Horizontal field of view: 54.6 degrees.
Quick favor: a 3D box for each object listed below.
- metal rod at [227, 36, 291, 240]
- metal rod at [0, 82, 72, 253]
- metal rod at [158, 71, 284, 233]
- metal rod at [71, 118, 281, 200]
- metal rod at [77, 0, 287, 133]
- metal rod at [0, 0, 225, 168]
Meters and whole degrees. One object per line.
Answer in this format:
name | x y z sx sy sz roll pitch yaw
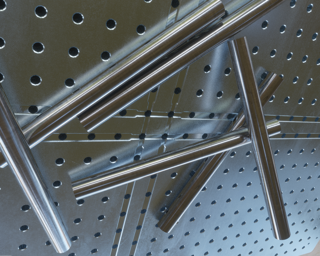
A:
metal rod | 0.141 0.024 0.431 0.025 0.025 0.299 -22 105 -15
metal rod | -0.142 0.054 0.338 0.025 0.025 0.298 -19 135 -17
metal rod | 0.089 0.044 0.486 0.025 0.025 0.299 25 104 -37
metal rod | 0.031 0.039 0.431 0.302 0.025 0.025 -17 125 -12
metal rod | 0.034 -0.090 0.373 0.301 0.025 0.025 -34 129 -6
metal rod | -0.054 -0.054 0.347 0.301 0.025 0.025 -36 129 -5
